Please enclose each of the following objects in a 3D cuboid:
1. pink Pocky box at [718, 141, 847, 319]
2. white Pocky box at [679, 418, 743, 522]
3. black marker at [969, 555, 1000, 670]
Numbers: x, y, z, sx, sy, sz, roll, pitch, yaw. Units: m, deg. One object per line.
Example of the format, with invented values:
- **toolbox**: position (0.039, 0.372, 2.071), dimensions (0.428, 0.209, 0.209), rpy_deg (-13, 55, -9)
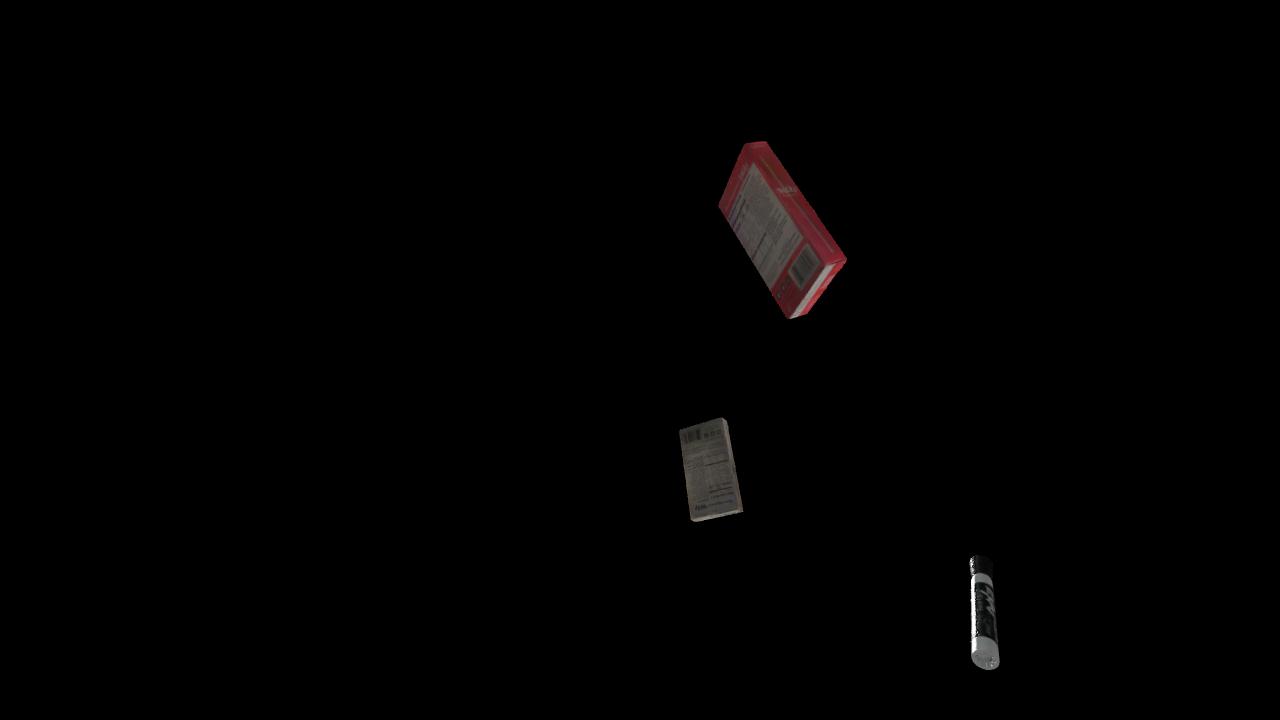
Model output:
- **pink Pocky box**: position (0.131, -0.125, 0.589), dimensions (0.029, 0.155, 0.084), rpy_deg (-15, -27, -22)
- **white Pocky box**: position (0.113, 0.176, 0.995), dimensions (0.084, 0.154, 0.028), rpy_deg (-19, -30, 23)
- **black marker**: position (0.286, 0.205, 0.513), dimensions (0.020, 0.020, 0.121), rpy_deg (0, 21, 27)
